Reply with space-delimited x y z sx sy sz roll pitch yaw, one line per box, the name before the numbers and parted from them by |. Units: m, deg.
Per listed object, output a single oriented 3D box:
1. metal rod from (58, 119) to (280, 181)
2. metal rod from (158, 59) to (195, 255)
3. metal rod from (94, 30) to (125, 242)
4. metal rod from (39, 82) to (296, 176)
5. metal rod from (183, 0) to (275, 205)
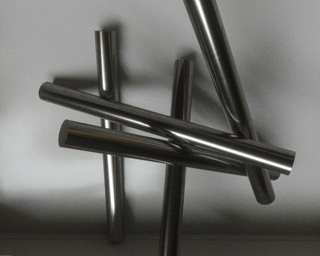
metal rod | 0.038 0.033 0.356 0.302 0.025 0.025 13 112 -34
metal rod | 0.018 0.067 0.373 0.025 0.025 0.298 5 86 -2
metal rod | -0.066 0.024 0.419 0.025 0.025 0.298 0 110 -1
metal rod | -0.007 -0.006 0.351 0.301 0.025 0.025 17 111 17
metal rod | 0.080 -0.017 0.323 0.025 0.025 0.299 -23 125 8
